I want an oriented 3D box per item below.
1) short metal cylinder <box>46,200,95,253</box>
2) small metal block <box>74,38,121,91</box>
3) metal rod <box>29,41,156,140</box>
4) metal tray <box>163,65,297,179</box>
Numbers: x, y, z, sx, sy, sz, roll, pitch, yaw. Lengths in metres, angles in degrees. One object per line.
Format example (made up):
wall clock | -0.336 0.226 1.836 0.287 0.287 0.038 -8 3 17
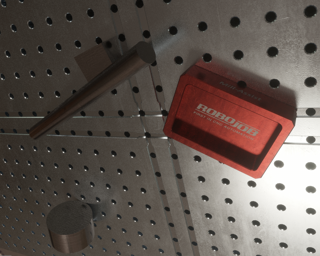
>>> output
short metal cylinder | -0.163 0.181 0.571 0.080 0.080 0.050 15 124 19
small metal block | -0.074 -0.081 0.399 0.050 0.025 0.050 -16 110 34
metal rod | -0.111 -0.034 0.419 0.299 0.025 0.025 -24 106 45
metal tray | 0.076 -0.006 0.362 0.130 0.030 0.089 26 127 11
